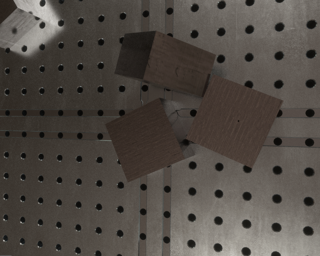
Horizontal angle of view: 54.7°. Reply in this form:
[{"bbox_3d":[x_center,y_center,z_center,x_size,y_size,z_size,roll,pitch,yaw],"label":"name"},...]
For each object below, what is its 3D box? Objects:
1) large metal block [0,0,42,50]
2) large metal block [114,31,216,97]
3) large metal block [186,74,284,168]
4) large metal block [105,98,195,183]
[{"bbox_3d":[-0.248,-0.184,0.484,0.080,0.050,0.080,-34,79,16],"label":"large metal block"},{"bbox_3d":[0.004,-0.075,0.364,0.080,0.081,0.050,24,100,58],"label":"large metal block"},{"bbox_3d":[0.088,-0.009,0.366,0.080,0.050,0.080,24,98,15],"label":"large metal block"},{"bbox_3d":[-0.012,0.016,0.403,0.080,0.050,0.080,-25,82,18],"label":"large metal block"}]
